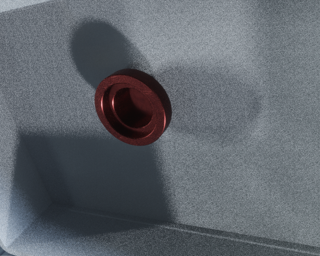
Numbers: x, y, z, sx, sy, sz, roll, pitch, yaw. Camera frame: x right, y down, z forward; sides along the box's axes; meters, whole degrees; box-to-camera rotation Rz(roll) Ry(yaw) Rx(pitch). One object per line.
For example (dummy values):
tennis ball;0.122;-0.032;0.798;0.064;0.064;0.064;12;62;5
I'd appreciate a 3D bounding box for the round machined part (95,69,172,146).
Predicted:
round machined part;-0.030;-0.029;0.394;0.098;0.042;0.097;13;124;20
